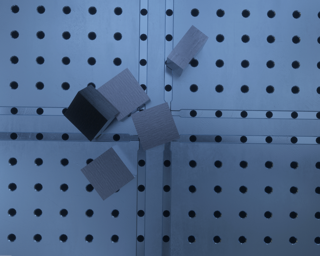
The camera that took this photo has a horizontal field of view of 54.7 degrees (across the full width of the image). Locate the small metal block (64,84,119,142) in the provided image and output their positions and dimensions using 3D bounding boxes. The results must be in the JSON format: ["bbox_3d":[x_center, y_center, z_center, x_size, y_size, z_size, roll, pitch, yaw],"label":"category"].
[{"bbox_3d":[-0.089,-0.019,0.399,0.050,0.025,0.050,45,129,-1],"label":"small metal block"}]

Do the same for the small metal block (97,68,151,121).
[{"bbox_3d":[-0.048,-0.044,0.413,0.050,0.025,0.050,-36,90,-1],"label":"small metal block"}]

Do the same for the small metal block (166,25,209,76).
[{"bbox_3d":[0.034,-0.098,0.401,0.025,0.050,0.050,38,90,-1],"label":"small metal block"}]

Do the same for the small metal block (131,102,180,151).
[{"bbox_3d":[-0.006,-0.002,0.413,0.050,0.025,0.050,-20,90,-1],"label":"small metal block"}]

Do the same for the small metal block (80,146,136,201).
[{"bbox_3d":[-0.068,0.059,0.413,0.050,0.025,0.050,-36,90,0],"label":"small metal block"}]
